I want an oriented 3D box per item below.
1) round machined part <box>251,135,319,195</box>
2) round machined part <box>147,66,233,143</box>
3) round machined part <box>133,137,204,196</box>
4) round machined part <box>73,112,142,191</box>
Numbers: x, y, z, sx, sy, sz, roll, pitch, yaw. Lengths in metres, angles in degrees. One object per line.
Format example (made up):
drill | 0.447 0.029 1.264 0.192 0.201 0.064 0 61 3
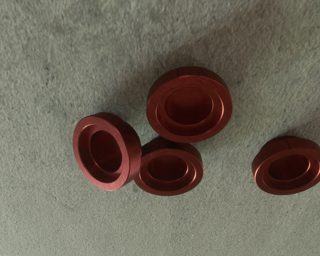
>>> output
round machined part | 0.180 0.049 0.441 0.099 0.042 0.097 -1 130 0
round machined part | 0.034 -0.031 0.370 0.099 0.042 0.097 -1 130 0
round machined part | 0.010 0.050 0.439 0.099 0.042 0.097 -1 130 0
round machined part | -0.062 0.027 0.396 0.098 0.042 0.097 12 112 33
